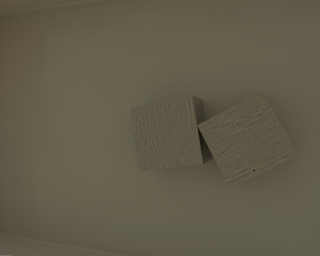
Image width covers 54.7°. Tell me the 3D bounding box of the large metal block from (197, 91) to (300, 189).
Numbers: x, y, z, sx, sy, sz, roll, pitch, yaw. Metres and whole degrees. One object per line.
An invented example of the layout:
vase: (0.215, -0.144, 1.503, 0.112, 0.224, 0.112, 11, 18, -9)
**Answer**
large metal block: (0.102, 0.014, 0.361, 0.080, 0.050, 0.080, -29, 81, 17)

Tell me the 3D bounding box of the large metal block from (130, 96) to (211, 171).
large metal block: (0.015, 0.008, 0.392, 0.080, 0.050, 0.080, -9, 87, 20)
